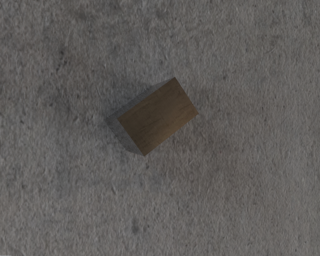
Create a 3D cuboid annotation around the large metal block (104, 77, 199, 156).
[{"bbox_3d":[-0.014,-0.013,0.374,0.080,0.080,0.050,-38,102,-16],"label":"large metal block"}]
